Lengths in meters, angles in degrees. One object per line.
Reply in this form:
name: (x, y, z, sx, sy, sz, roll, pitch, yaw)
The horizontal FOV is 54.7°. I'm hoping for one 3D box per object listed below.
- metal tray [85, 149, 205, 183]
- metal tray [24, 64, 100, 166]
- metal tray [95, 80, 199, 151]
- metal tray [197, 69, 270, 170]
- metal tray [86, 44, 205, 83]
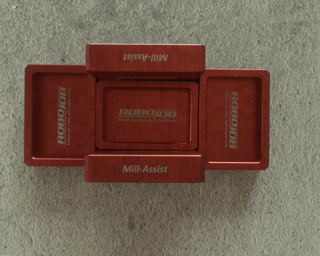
metal tray: (-0.016, 0.044, 0.377, 0.131, 0.090, 0.030, 0, 90, -1)
metal tray: (-0.127, -0.016, 0.407, 0.091, 0.030, 0.129, 1, 90, -1)
metal tray: (-0.017, -0.016, 0.408, 0.131, 0.030, 0.089, 1, 90, -1)
metal tray: (0.095, -0.011, 0.410, 0.091, 0.030, 0.129, 1, 90, -1)
metal tray: (-0.016, -0.076, 0.378, 0.131, 0.090, 0.030, 0, 90, -1)
